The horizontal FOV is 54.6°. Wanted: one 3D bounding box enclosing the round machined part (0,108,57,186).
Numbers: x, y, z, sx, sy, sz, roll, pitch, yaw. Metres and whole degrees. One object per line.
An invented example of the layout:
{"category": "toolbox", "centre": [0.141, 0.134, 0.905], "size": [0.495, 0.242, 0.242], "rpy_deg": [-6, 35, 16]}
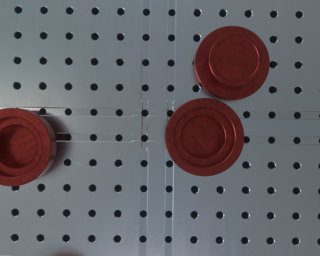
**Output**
{"category": "round machined part", "centre": [-0.184, 0.023, 0.404], "size": [0.099, 0.042, 0.097], "rpy_deg": [0, 90, 0]}

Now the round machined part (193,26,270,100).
{"category": "round machined part", "centre": [0.095, -0.085, 0.405], "size": [0.099, 0.042, 0.097], "rpy_deg": [0, 90, 0]}

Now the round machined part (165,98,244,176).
{"category": "round machined part", "centre": [0.056, 0.011, 0.405], "size": [0.099, 0.042, 0.097], "rpy_deg": [0, 90, 0]}
